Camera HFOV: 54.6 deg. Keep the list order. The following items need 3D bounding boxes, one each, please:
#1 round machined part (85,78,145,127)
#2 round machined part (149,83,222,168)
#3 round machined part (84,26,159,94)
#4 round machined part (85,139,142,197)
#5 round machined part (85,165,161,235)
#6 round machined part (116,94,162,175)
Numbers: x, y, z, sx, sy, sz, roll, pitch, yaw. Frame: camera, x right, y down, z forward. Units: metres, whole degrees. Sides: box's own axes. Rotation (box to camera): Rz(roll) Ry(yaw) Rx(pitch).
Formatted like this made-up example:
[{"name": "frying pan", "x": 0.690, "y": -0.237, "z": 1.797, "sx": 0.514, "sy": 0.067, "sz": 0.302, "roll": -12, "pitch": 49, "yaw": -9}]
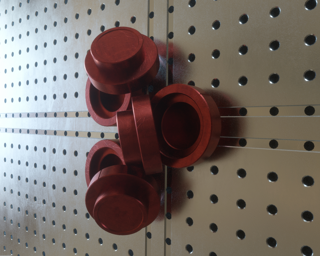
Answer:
[{"name": "round machined part", "x": -0.061, "y": -0.051, "z": 0.449, "sx": 0.098, "sy": 0.042, "sz": 0.097, "roll": 0, "pitch": 90, "yaw": 40}, {"name": "round machined part", "x": 0.031, "y": -0.003, "z": 0.373, "sx": 0.098, "sy": 0.042, "sz": 0.097, "roll": 0, "pitch": 90, "yaw": 40}, {"name": "round machined part", "x": -0.051, "y": -0.094, "z": 0.406, "sx": 0.098, "sy": 0.042, "sz": 0.098, "roll": -4, "pitch": 56, "yaw": 6}, {"name": "round machined part", "x": -0.062, "y": 0.065, "z": 0.450, "sx": 0.098, "sy": 0.042, "sz": 0.097, "roll": 0, "pitch": 90, "yaw": 40}, {"name": "round machined part", "x": -0.049, "y": 0.099, "z": 0.402, "sx": 0.099, "sy": 0.042, "sz": 0.097, "roll": 1, "pitch": 117, "yaw": 1}, {"name": "round machined part", "x": -0.027, "y": 0.010, "z": 0.382, "sx": 0.042, "sy": 0.098, "sz": 0.098, "roll": -10, "pitch": 81, "yaw": -3}]
